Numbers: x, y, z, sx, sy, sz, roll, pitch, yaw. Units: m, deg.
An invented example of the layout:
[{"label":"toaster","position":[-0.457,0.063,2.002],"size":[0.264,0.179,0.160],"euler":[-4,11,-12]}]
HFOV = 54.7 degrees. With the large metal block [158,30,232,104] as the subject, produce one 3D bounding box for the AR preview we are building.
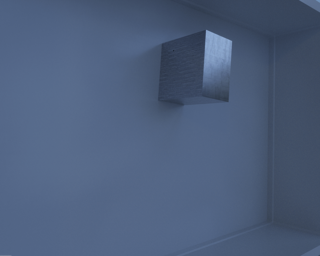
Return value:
[{"label":"large metal block","position":[0.045,-0.075,0.411],"size":[0.050,0.080,0.080],"euler":[7,86,-40]}]
